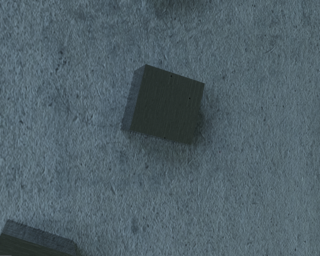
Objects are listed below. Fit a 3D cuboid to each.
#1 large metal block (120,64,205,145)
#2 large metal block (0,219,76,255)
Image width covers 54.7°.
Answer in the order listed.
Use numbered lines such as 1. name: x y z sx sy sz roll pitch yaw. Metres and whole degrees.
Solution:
1. large metal block: 0.002 -0.027 0.396 0.081 0.050 0.080 15 85 -20
2. large metal block: -0.150 0.158 0.341 0.080 0.050 0.080 27 81 -18
